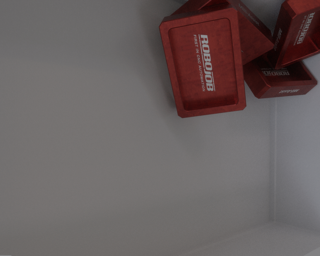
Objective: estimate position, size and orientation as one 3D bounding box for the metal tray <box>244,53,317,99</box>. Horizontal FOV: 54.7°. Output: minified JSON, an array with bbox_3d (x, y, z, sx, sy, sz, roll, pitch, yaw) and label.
[{"bbox_3d":[0.194,-0.097,0.524,0.131,0.030,0.090,-8,60,-32],"label":"metal tray"}]

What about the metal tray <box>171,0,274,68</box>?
[{"bbox_3d":[0.085,-0.132,0.431,0.131,0.090,0.030,24,53,-38],"label":"metal tray"}]

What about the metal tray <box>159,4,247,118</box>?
[{"bbox_3d":[0.057,-0.080,0.394,0.030,0.090,0.129,-78,157,-59],"label":"metal tray"}]

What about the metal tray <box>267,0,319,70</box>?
[{"bbox_3d":[0.223,-0.151,0.475,0.090,0.130,0.030,-21,65,-1],"label":"metal tray"}]
